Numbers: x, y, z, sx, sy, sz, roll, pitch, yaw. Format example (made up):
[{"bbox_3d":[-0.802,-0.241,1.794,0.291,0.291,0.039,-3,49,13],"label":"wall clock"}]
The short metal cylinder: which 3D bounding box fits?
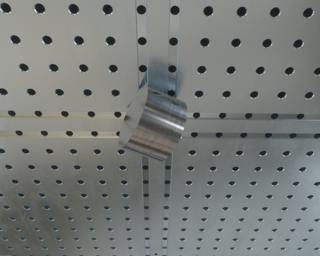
[{"bbox_3d":[-0.010,-0.005,0.371,0.050,0.080,0.080,23,127,-18],"label":"short metal cylinder"}]
